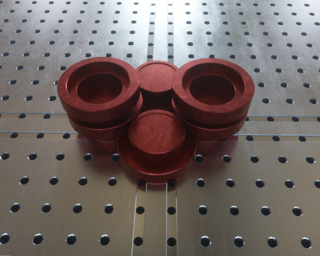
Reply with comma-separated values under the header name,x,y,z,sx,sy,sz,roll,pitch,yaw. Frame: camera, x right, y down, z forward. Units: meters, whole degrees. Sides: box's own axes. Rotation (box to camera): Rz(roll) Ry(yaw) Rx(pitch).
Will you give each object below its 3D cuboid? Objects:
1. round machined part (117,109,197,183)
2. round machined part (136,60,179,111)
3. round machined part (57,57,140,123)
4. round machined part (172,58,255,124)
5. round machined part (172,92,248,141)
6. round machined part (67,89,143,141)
name,x,y,z,sx,sy,sz,roll,pitch,yaw
round machined part,-0.004,0.015,0.383,0.099,0.042,0.098,0,50,0
round machined part,-0.003,-0.060,0.447,0.099,0.042,0.098,0,50,0
round machined part,-0.074,-0.043,0.390,0.099,0.042,0.098,0,50,0
round machined part,0.064,-0.041,0.389,0.099,0.042,0.098,0,50,0
round machined part,0.065,-0.022,0.414,0.099,0.042,0.098,0,50,0
round machined part,-0.072,-0.022,0.414,0.099,0.042,0.098,0,50,0
